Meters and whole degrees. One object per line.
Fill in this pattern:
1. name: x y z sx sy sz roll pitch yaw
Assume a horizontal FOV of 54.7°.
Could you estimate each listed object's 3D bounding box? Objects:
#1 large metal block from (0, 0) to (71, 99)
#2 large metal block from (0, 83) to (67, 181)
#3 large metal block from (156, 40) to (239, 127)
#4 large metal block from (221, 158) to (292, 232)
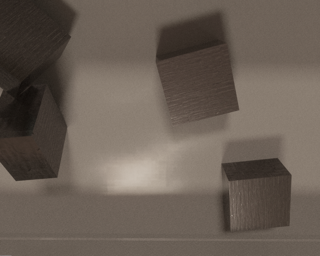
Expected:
1. large metal block: -0.161 -0.093 0.339 0.080 0.080 0.050 42 148 -14
2. large metal block: -0.153 0.006 0.367 0.050 0.080 0.080 -5 139 1
3. large metal block: 0.044 -0.056 0.378 0.080 0.050 0.080 -14 110 5
4. large metal block: 0.133 0.093 0.434 0.080 0.050 0.079 -6 110 2
